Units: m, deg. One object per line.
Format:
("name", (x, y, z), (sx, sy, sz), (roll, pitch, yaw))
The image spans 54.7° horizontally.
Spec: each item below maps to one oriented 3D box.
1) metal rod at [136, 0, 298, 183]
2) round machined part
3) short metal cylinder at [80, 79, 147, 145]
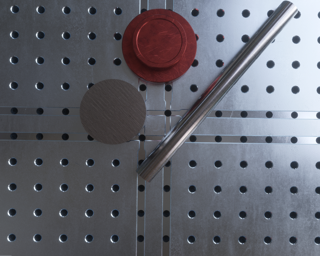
("metal rod", (0.076, -0.048, 0.414), (0.025, 0.025, 0.300), (41, 90, -1))
("round machined part", (-0.001, -0.108, 0.405), (0.099, 0.042, 0.097), (0, 90, -1))
("short metal cylinder", (-0.057, -0.020, 0.400), (0.081, 0.050, 0.079), (0, 90, -1))
